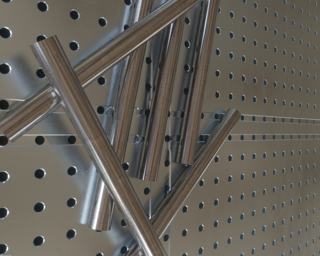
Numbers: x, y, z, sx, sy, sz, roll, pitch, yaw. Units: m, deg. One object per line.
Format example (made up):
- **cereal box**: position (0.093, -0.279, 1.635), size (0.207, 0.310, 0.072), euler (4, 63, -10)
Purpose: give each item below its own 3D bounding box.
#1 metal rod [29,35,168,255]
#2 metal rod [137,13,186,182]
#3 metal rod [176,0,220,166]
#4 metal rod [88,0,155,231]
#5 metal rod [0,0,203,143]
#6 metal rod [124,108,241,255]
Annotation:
- **metal rod**: position (-0.049, 0.051, 0.327), size (0.025, 0.025, 0.299), euler (-38, 115, -33)
- **metal rod**: position (0.009, -0.079, 0.415), size (0.025, 0.025, 0.299), euler (17, 79, -39)
- **metal rod**: position (0.061, -0.094, 0.458), size (0.025, 0.025, 0.299), euler (17, 79, -39)
- **metal rod**: position (-0.042, -0.032, 0.372), size (0.025, 0.025, 0.299), euler (17, 79, -39)
- **metal rod**: position (-0.044, -0.090, 0.345), size (0.301, 0.025, 0.025), euler (-43, 116, -23)
- **metal rod**: position (0.037, 0.079, 0.438), size (0.301, 0.025, 0.025), euler (-50, 120, -28)
